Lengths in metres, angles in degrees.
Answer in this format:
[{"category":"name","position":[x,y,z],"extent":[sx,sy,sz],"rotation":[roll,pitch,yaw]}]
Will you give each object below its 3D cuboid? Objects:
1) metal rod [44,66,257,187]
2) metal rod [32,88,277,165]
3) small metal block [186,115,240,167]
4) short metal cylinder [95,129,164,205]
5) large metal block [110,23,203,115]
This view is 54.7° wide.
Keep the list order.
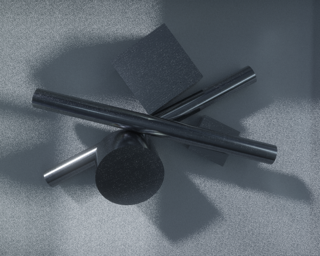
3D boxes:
[{"category":"metal rod","position":[-0.012,-0.002,0.409],"extent":[0.301,0.025,0.025],"rotation":[-27,90,-1]},{"category":"metal rod","position":[-0.006,-0.002,0.385],"extent":[0.302,0.025,0.025],"rotation":[14,90,-1]},{"category":"small metal block","position":[0.069,0.016,0.409],"extent":[0.050,0.025,0.050],"rotation":[27,90,-1]},{"category":"short metal cylinder","position":[-0.039,0.047,0.383],"extent":[0.081,0.050,0.079],"rotation":[-5,112,-11]},{"category":"large metal block","position":[-0.004,-0.071,0.397],"extent":[0.080,0.050,0.080],"rotation":[-36,90,0]}]
